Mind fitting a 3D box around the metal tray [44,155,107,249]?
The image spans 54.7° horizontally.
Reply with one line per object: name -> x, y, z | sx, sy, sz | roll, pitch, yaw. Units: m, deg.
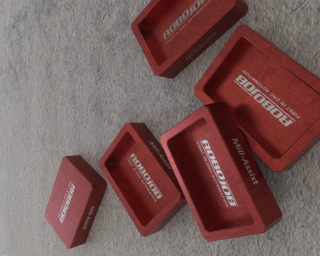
metal tray -> -0.145, 0.123, 0.522 | 0.090, 0.030, 0.129 | 35, 112, 34

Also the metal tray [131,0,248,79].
metal tray -> 0.029, -0.133, 0.377 | 0.130, 0.030, 0.090 | -38, 67, 33

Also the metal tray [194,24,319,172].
metal tray -> 0.105, -0.031, 0.314 | 0.130, 0.030, 0.089 | 50, 119, 28

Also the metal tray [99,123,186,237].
metal tray -> -0.024, 0.066, 0.421 | 0.130, 0.030, 0.090 | 52, 120, 27

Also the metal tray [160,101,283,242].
metal tray -> 0.058, 0.048, 0.329 | 0.090, 0.030, 0.130 | -37, 73, 50
